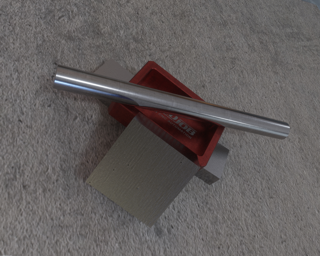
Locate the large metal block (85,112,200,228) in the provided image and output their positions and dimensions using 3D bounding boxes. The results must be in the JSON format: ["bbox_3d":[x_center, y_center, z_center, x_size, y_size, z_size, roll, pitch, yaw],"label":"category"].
[{"bbox_3d":[-0.016,0.041,0.326,0.080,0.080,0.050,37,9,-4],"label":"large metal block"}]

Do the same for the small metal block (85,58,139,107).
[{"bbox_3d":[-0.062,-0.057,0.407,0.050,0.025,0.050,38,51,-3],"label":"small metal block"}]

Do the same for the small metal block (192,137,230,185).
[{"bbox_3d":[0.060,0.040,0.415,0.050,0.025,0.050,33,51,-7],"label":"small metal block"}]

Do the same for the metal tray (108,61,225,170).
[{"bbox_3d":[0.013,-0.015,0.387,0.130,0.030,0.090,37,51,-3],"label":"metal tray"}]

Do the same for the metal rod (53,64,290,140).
[{"bbox_3d":[0.032,-0.024,0.368,0.302,0.025,0.025,12,57,-22],"label":"metal rod"}]
